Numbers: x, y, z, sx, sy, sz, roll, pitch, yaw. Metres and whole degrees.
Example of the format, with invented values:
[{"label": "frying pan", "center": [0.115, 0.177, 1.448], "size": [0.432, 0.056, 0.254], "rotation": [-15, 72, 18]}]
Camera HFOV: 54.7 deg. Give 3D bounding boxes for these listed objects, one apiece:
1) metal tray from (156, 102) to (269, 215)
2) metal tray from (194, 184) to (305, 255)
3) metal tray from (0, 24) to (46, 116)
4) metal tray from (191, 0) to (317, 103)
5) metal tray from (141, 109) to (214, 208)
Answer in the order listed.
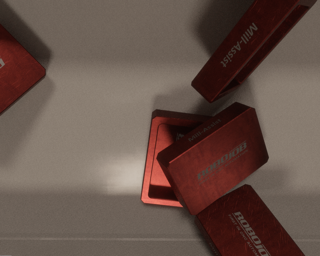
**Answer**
[{"label": "metal tray", "center": [0.070, 0.038, 0.390], "size": [0.131, 0.030, 0.090], "rotation": [-33, 120, -13]}, {"label": "metal tray", "center": [0.116, 0.149, 0.403], "size": [0.091, 0.130, 0.030], "rotation": [-24, 147, -15]}, {"label": "metal tray", "center": [-0.211, -0.053, 0.354], "size": [0.130, 0.030, 0.090], "rotation": [-47, 107, -15]}, {"label": "metal tray", "center": [0.097, -0.089, 0.324], "size": [0.030, 0.091, 0.129], "rotation": [46, 125, 12]}, {"label": "metal tray", "center": [0.026, 0.045, 0.425], "size": [0.091, 0.030, 0.129], "rotation": [7, 110, -3]}]
